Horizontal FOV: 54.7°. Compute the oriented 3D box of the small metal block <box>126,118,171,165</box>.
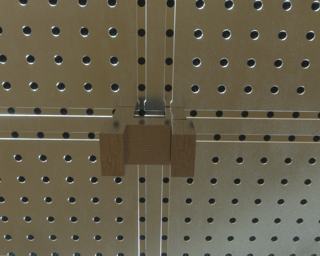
[{"bbox_3d":[-0.013,0.016,0.366,0.050,0.025,0.050,1,110,-1],"label":"small metal block"}]

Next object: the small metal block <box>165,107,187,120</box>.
[{"bbox_3d":[0.020,0.004,0.401,0.025,0.050,0.050,-1,110,0],"label":"small metal block"}]

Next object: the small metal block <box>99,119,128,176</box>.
[{"bbox_3d":[-0.051,0.021,0.353,0.025,0.050,0.050,1,110,0],"label":"small metal block"}]

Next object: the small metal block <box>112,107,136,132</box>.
[{"bbox_3d":[-0.046,0.004,0.400,0.025,0.050,0.050,1,110,-1],"label":"small metal block"}]

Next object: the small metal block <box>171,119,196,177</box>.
[{"bbox_3d":[0.025,0.022,0.354,0.025,0.050,0.050,1,110,0],"label":"small metal block"}]
